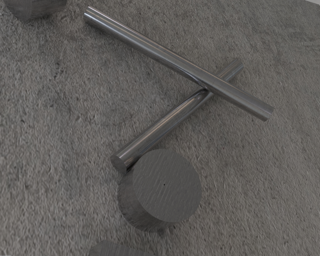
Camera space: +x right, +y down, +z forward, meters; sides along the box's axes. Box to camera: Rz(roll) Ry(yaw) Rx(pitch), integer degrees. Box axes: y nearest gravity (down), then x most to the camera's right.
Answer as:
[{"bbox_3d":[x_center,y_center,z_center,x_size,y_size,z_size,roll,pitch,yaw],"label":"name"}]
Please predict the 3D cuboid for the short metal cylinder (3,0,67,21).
[{"bbox_3d":[-0.163,-0.182,0.392,0.080,0.080,0.050,50,51,6],"label":"short metal cylinder"}]

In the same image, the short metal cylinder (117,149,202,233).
[{"bbox_3d":[-0.001,0.070,0.344,0.081,0.050,0.080,14,56,-21],"label":"short metal cylinder"}]

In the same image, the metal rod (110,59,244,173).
[{"bbox_3d":[0.043,-0.034,0.447,0.025,0.025,0.302,47,51,4],"label":"metal rod"}]

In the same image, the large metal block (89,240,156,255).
[{"bbox_3d":[-0.031,0.156,0.276,0.080,0.050,0.080,23,53,-14],"label":"large metal block"}]

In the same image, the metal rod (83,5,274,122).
[{"bbox_3d":[0.027,-0.093,0.450,0.301,0.025,0.025,29,52,0],"label":"metal rod"}]
